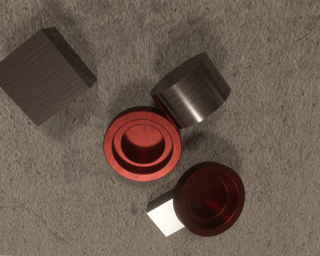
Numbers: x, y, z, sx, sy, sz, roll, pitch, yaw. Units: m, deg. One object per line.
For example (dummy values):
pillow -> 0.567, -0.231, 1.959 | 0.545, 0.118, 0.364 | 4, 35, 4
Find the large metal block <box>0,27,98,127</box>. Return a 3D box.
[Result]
large metal block -> -0.136, -0.062, 0.372 | 0.080, 0.050, 0.080 | -34, 107, 11

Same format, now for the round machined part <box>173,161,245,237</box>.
round machined part -> 0.063, 0.093, 0.424 | 0.099, 0.042, 0.097 | -2, 97, -20

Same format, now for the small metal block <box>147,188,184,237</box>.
small metal block -> 0.016, 0.124, 0.456 | 0.050, 0.025, 0.050 | -32, 107, 11

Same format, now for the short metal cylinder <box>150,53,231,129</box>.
short metal cylinder -> 0.035, -0.044, 0.365 | 0.080, 0.080, 0.050 | -35, 107, 11

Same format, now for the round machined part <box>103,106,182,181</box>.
round machined part -> -0.022, 0.017, 0.407 | 0.099, 0.042, 0.097 | 0, 111, 0
